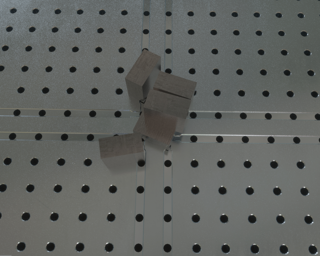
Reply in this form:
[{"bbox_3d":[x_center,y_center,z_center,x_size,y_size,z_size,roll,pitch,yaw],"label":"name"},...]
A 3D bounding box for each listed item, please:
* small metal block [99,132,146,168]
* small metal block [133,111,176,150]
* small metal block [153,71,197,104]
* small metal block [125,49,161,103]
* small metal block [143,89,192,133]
[{"bbox_3d":[-0.046,0.029,0.388,0.050,0.050,0.025,-9,71,-4],"label":"small metal block"},{"bbox_3d":[-0.002,-0.005,0.414,0.050,0.025,0.050,22,71,7],"label":"small metal block"},{"bbox_3d":[0.019,-0.047,0.416,0.050,0.050,0.025,19,71,6],"label":"small metal block"},{"bbox_3d":[-0.022,-0.070,0.424,0.025,0.050,0.050,27,72,9],"label":"small metal block"},{"bbox_3d":[0.009,-0.020,0.379,0.050,0.050,0.025,16,71,5],"label":"small metal block"}]
